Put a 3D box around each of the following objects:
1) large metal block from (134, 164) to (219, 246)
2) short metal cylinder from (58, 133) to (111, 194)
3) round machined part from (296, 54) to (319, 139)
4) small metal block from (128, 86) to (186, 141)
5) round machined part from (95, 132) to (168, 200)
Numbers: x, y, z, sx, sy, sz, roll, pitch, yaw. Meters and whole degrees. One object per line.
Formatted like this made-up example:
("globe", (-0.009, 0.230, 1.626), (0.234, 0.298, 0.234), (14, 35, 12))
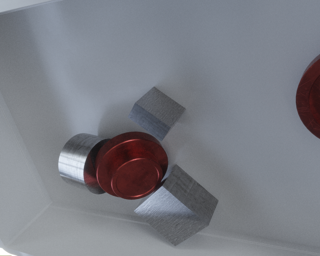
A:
("large metal block", (0.023, 0.113, 0.449), (0.080, 0.050, 0.080), (41, 129, -1))
("short metal cylinder", (-0.098, 0.051, 0.450), (0.050, 0.080, 0.079), (10, 123, 33))
("round machined part", (0.179, -0.033, 0.281), (0.098, 0.042, 0.097), (15, 124, 24))
("small metal block", (-0.003, -0.019, 0.381), (0.050, 0.050, 0.025), (35, 129, 4))
("round machined part", (-0.035, 0.057, 0.415), (0.099, 0.042, 0.097), (-10, 122, -16))
